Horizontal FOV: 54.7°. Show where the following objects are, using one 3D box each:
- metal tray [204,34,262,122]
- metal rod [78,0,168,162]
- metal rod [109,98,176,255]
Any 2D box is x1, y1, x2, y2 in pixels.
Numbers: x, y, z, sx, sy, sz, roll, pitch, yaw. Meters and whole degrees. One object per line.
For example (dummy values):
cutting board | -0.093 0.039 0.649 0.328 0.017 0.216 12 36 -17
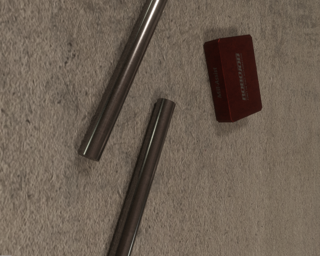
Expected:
metal tray | 0.122 -0.082 0.506 0.091 0.030 0.129 -20 103 -38
metal rod | -0.028 -0.102 0.382 0.025 0.025 0.299 33 70 -36
metal rod | -0.033 0.104 0.378 0.025 0.025 0.299 28 73 -37
